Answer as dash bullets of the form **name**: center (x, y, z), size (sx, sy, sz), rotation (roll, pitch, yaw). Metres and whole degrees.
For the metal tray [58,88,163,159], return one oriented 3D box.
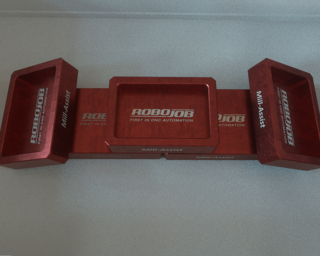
- **metal tray**: center (-0.061, -0.006, 0.408), size (0.131, 0.030, 0.090), rotation (0, 70, 0)

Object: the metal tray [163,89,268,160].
- **metal tray**: center (0.070, -0.005, 0.408), size (0.131, 0.030, 0.090), rotation (0, 70, 0)

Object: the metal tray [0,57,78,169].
- **metal tray**: center (-0.154, -0.017, 0.392), size (0.090, 0.030, 0.130), rotation (-9, 68, 24)

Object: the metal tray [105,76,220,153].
- **metal tray**: center (0.003, -0.016, 0.379), size (0.131, 0.030, 0.090), rotation (1, 69, 0)

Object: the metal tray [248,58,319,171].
- **metal tray**: center (0.161, -0.016, 0.392), size (0.091, 0.030, 0.130), rotation (10, 67, -26)
